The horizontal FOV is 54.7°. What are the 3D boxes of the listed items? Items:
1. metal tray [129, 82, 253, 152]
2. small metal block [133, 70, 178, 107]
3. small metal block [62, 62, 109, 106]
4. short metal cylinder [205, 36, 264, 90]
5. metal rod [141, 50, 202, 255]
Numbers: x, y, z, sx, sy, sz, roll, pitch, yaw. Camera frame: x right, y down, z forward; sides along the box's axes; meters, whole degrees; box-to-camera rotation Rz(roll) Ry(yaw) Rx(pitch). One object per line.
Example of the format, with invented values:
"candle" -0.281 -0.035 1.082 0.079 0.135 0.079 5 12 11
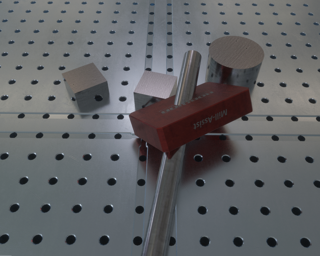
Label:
"metal tray" 0.038 -0.020 0.391 0.131 0.030 0.090 -24 22 -21
"small metal block" -0.006 -0.055 0.454 0.050 0.025 0.050 13 51 11
"small metal block" -0.111 -0.066 0.463 0.050 0.025 0.050 -25 55 -20
"short metal cylinder" 0.112 -0.096 0.473 0.080 0.050 0.080 0 50 0
"metal rod" 0.018 0.023 0.362 0.025 0.025 0.300 9 58 7
